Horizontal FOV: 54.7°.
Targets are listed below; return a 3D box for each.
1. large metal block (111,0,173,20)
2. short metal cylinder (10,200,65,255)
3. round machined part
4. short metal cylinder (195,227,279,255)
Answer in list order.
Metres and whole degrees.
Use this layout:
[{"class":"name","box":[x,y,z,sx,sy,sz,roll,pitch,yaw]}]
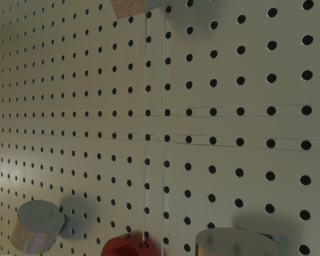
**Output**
[{"class":"large metal block","box":[-0.022,-0.186,0.370,0.050,0.080,0.080,3,123,40]},{"class":"short metal cylinder","box":[-0.217,0.174,0.549,0.080,0.081,0.050,41,115,32]},{"class":"round machined part","box":[-0.054,0.206,0.441,0.098,0.042,0.097,0,90,39]},{"class":"short metal cylinder","box":[0.075,0.139,0.311,0.080,0.081,0.050,4,93,39]}]
